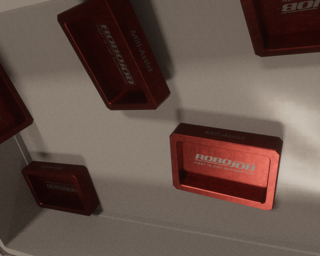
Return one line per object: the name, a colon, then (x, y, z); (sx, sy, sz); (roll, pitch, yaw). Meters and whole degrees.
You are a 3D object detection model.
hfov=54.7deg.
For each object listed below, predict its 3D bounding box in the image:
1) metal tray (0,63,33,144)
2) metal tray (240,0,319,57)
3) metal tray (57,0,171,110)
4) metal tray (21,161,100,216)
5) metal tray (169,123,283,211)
metal tray: (-0.268, -0.042, 0.478); (0.030, 0.090, 0.129); (-10, 114, 32)
metal tray: (0.136, -0.099, 0.241); (0.130, 0.030, 0.090); (1, 157, 27)
metal tray: (-0.052, -0.082, 0.356); (0.090, 0.030, 0.129); (2, 128, 43)
metal tray: (-0.181, 0.109, 0.565); (0.130, 0.030, 0.089); (1, 119, 27)
metal tray: (0.080, 0.047, 0.391); (0.130, 0.030, 0.089); (9, 122, 23)
